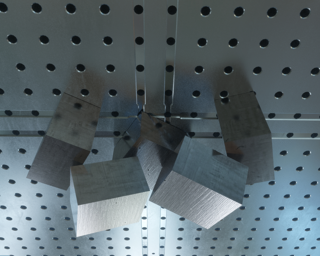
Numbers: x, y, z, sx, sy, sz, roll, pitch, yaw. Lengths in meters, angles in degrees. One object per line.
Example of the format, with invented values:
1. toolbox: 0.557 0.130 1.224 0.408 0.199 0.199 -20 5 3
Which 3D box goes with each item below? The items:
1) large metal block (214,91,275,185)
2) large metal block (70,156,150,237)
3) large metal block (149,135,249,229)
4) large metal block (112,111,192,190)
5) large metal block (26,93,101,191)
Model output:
1. large metal block: 0.105 0.014 0.389 0.050 0.080 0.080 -13 129 10
2. large metal block: -0.065 0.084 0.380 0.081 0.050 0.079 -7 141 -22
3. large metal block: 0.043 0.066 0.361 0.080 0.050 0.080 27 140 -3
4. large metal block: -0.011 0.035 0.424 0.080 0.050 0.080 26 125 -21
5. large metal block: -0.119 0.017 0.388 0.050 0.080 0.080 24 126 -19
